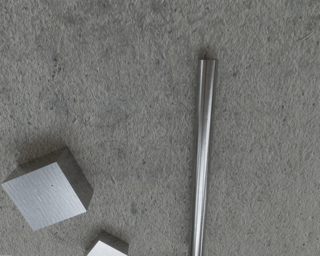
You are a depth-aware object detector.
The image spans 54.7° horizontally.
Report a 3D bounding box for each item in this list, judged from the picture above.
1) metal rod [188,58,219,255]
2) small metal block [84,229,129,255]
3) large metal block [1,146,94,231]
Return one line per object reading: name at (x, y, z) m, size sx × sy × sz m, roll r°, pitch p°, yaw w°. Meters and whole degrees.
metal rod at (0.057, 0.055, 0.430) m, size 0.025 × 0.025 × 0.298 m, roll 0°, pitch 110°, yaw -1°
small metal block at (-0.084, 0.194, 0.480) m, size 0.050 × 0.025 × 0.050 m, roll 34°, pitch 106°, yaw -12°
large metal block at (-0.150, 0.082, 0.425) m, size 0.080 × 0.050 × 0.080 m, roll -22°, pitch 109°, yaw 7°
